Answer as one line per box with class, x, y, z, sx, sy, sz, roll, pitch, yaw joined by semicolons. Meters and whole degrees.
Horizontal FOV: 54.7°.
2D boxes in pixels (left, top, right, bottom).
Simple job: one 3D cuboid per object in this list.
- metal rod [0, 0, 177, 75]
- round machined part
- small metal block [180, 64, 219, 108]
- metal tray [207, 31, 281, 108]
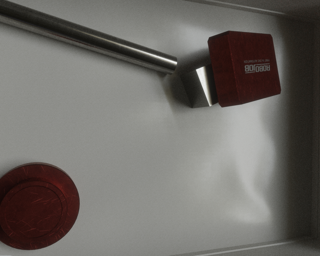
metal rod;-0.120;-0.117;0.366;0.302;0.025;0.025;14;86;-20
round machined part;-0.141;0.090;0.350;0.099;0.042;0.097;0;90;-21
small metal block;0.057;-0.055;0.419;0.025;0.050;0.050;-25;99;-19
metal tray;0.120;-0.082;0.424;0.131;0.030;0.089;-16;96;-46
